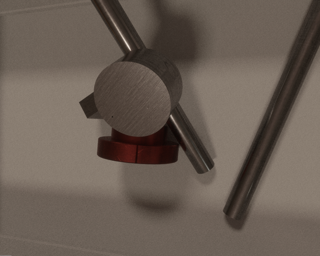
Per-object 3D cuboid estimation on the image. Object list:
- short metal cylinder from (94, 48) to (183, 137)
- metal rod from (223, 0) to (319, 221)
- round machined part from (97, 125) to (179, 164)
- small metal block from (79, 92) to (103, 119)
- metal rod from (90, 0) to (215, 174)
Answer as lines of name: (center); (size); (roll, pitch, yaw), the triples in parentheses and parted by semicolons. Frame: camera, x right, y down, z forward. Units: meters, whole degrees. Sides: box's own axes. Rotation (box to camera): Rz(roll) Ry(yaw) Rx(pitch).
short metal cylinder: (-0.021, -0.038, 0.325); (0.080, 0.050, 0.079); (8, 120, 14)
metal rod: (0.143, -0.032, 0.360); (0.025, 0.025, 0.298); (24, 98, 18)
round machined part: (-0.026, 0.015, 0.380); (0.098, 0.098, 0.042); (6, 93, 19)
small metal block: (-0.072, -0.036, 0.421); (0.050, 0.050, 0.025); (-32, 80, 17)
metal rod: (-0.019, -0.072, 0.351); (0.025, 0.025, 0.299); (-27, 107, 18)
